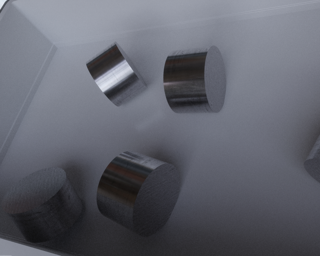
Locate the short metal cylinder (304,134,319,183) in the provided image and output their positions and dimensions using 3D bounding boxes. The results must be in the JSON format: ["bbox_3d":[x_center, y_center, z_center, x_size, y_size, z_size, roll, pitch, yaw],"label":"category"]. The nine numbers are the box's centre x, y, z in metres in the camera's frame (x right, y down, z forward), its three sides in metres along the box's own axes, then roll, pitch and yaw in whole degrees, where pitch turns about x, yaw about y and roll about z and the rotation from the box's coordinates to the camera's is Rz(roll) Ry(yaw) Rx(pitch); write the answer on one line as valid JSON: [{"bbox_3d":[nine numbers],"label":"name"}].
[{"bbox_3d":[0.174,0.027,0.262,0.080,0.080,0.050,25,76,37],"label":"short metal cylinder"}]

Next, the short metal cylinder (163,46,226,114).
[{"bbox_3d":[0.045,-0.058,0.382,0.050,0.080,0.080,0,62,28],"label":"short metal cylinder"}]

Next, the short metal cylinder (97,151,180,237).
[{"bbox_3d":[-0.022,0.070,0.339,0.050,0.080,0.080,15,70,34],"label":"short metal cylinder"}]

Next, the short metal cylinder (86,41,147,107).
[{"bbox_3d":[-0.062,-0.078,0.451,0.050,0.080,0.080,-34,51,6],"label":"short metal cylinder"}]

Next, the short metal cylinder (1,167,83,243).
[{"bbox_3d":[-0.145,0.094,0.388,0.080,0.050,0.080,-14,29,8],"label":"short metal cylinder"}]
